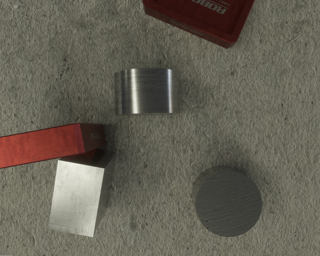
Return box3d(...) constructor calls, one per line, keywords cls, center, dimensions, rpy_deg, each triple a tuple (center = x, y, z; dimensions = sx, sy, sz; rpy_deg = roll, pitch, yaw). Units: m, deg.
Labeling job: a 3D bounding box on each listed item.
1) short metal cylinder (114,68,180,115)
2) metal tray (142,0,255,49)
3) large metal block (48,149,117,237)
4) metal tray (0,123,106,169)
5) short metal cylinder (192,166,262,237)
box3d(cls="short metal cylinder", center=(-0.016, -0.042, 0.382), dimensions=(0.081, 0.080, 0.050), rpy_deg=(-2, 90, 0))
box3d(cls="metal tray", center=(0.054, -0.172, 0.407), dimensions=(0.131, 0.030, 0.090), rpy_deg=(23, 90, 0))
box3d(cls="large metal block", center=(-0.091, 0.072, 0.377), dimensions=(0.050, 0.080, 0.079), rpy_deg=(11, 98, 0))
box3d(cls="metal tray", center=(-0.119, 0.017, 0.356), dimensions=(0.091, 0.130, 0.030), rpy_deg=(-10, 90, 0))
box3d(cls="short metal cylinder", center=(0.083, 0.092, 0.398), dimensions=(0.081, 0.050, 0.079), rpy_deg=(0, 90, 0))
